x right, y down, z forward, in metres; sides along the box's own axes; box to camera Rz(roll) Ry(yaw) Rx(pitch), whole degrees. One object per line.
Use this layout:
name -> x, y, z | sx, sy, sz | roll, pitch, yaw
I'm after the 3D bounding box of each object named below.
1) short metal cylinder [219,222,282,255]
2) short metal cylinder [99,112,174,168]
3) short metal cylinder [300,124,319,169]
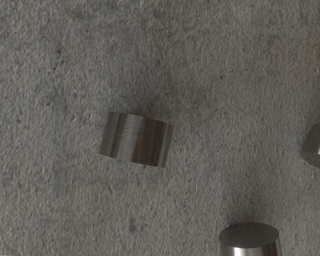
short metal cylinder -> 0.126, 0.171, 0.428 | 0.081, 0.080, 0.050 | -11, 94, -20
short metal cylinder -> -0.028, 0.014, 0.370 | 0.081, 0.080, 0.050 | 14, 86, -20
short metal cylinder -> 0.269, 0.034, 0.481 | 0.080, 0.080, 0.050 | 31, 80, -18
